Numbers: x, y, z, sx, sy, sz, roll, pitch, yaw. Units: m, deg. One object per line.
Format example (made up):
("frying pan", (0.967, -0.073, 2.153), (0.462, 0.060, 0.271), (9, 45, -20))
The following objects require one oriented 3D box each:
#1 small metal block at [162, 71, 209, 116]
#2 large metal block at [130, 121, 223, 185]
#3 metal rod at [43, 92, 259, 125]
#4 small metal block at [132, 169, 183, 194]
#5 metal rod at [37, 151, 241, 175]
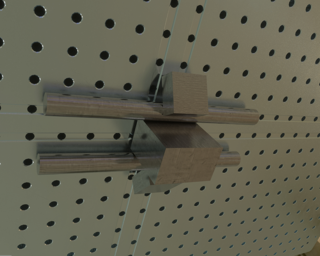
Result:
("small metal block", (0.031, -0.040, 0.384), (0.050, 0.025, 0.050), (1, 84, -29))
("large metal block", (0.019, 0.025, 0.396), (0.081, 0.080, 0.050), (2, 118, -29))
("metal rod", (0.011, -0.021, 0.399), (0.303, 0.025, 0.025), (2, 118, -30))
("small metal block", (-0.005, 0.073, 0.434), (0.050, 0.025, 0.050), (2, 155, -30))
("metal rod", (-0.009, 0.046, 0.431), (0.303, 0.025, 0.025), (2, 118, -30))
